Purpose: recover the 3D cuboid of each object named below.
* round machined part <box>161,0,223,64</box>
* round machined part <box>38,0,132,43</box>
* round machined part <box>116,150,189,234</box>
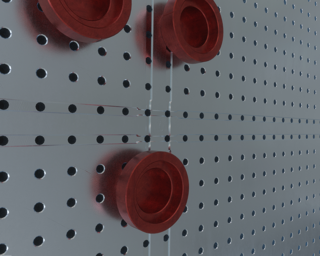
[{"bbox_3d":[0.040,-0.138,0.430,0.099,0.042,0.097,0,90,-40],"label":"round machined part"},{"bbox_3d":[-0.082,-0.139,0.328,0.099,0.042,0.097,0,90,-40],"label":"round machined part"},{"bbox_3d":[-0.013,0.077,0.386,0.099,0.042,0.097,0,90,-40],"label":"round machined part"}]
